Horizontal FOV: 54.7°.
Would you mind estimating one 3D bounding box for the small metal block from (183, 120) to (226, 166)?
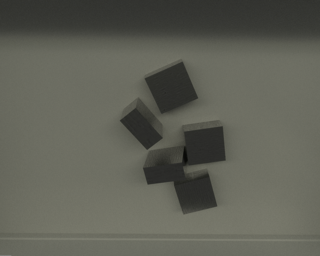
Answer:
[{"bbox_3d":[0.060,0.020,0.420,0.050,0.025,0.050,-8,110,2],"label":"small metal block"}]

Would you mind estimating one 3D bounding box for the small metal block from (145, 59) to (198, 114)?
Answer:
[{"bbox_3d":[0.014,-0.053,0.392,0.050,0.025,0.050,-23,109,8],"label":"small metal block"}]

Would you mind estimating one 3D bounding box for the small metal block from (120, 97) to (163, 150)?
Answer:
[{"bbox_3d":[-0.022,-0.007,0.395,0.025,0.050,0.050,-38,106,12],"label":"small metal block"}]

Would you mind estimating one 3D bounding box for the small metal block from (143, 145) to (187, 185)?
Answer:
[{"bbox_3d":[0.009,0.048,0.413,0.050,0.050,0.025,-9,110,11],"label":"small metal block"}]

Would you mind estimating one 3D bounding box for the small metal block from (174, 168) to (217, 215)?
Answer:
[{"bbox_3d":[0.051,0.091,0.446,0.050,0.025,0.050,-15,110,5],"label":"small metal block"}]
